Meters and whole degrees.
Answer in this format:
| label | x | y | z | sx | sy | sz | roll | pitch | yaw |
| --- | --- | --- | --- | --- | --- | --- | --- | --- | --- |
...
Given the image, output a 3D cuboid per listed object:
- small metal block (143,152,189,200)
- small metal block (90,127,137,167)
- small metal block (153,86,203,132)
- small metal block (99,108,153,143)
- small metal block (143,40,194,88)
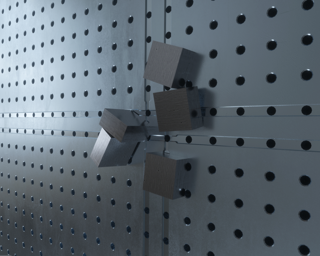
| label | x | y | z | sx | sy | sz | roll | pitch | yaw |
| --- | --- | --- | --- | --- | --- | --- | --- | --- | --- |
| small metal block | 0.007 | 0.060 | 0.402 | 0.050 | 0.025 | 0.050 | 9 | 96 | 39 |
| small metal block | -0.064 | 0.028 | 0.442 | 0.025 | 0.050 | 0.050 | 44 | 117 | 37 |
| small metal block | 0.022 | -0.023 | 0.384 | 0.050 | 0.025 | 0.050 | -4 | 98 | 39 |
| small metal block | -0.047 | -0.004 | 0.430 | 0.050 | 0.050 | 0.025 | 35 | 112 | 34 |
| small metal block | 0.010 | -0.081 | 0.399 | 0.050 | 0.025 | 0.050 | 26 | 106 | 37 |
